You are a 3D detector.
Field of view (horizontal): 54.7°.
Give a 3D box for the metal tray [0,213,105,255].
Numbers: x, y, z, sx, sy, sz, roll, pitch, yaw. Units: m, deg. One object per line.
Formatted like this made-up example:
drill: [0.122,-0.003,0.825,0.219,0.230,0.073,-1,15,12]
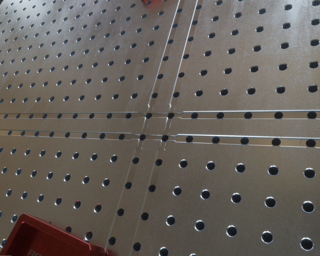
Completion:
metal tray: [-0.139,0.167,0.373,0.130,0.030,0.090,10,66,32]
